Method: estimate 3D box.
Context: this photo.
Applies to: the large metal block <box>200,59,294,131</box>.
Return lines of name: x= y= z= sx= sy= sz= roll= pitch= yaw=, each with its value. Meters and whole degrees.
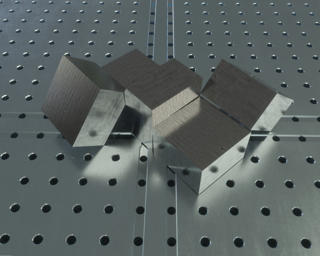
large metal block: x=0.113 y=-0.040 z=0.399 sx=0.080 sy=0.050 sz=0.080 roll=42 pitch=21 yaw=28

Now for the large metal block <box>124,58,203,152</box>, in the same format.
large metal block: x=0.004 y=-0.029 z=0.396 sx=0.080 sy=0.080 sz=0.050 roll=-35 pitch=59 yaw=-26

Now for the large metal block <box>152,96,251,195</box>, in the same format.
large metal block: x=0.048 y=0.018 z=0.376 sx=0.080 sy=0.050 sz=0.080 roll=-34 pitch=56 yaw=-25

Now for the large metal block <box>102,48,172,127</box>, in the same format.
large metal block: x=-0.038 y=-0.057 z=0.439 sx=0.080 sy=0.050 sz=0.080 roll=-35 pitch=59 yaw=-24

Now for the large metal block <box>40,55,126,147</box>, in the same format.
large metal block: x=-0.095 y=-0.033 z=0.390 sx=0.080 sy=0.080 sz=0.050 roll=42 pitch=22 yaw=29
